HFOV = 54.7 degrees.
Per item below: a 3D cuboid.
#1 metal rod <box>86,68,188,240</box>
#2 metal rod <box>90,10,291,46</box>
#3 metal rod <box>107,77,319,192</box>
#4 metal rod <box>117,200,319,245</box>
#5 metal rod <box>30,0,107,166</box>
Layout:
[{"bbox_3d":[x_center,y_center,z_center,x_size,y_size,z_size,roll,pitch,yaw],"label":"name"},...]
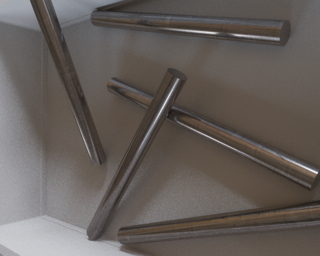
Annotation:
[{"bbox_3d":[-0.043,0.053,0.421,0.025,0.025,0.298,47,124,29],"label":"metal rod"},{"bbox_3d":[0.012,-0.133,0.397,0.300,0.025,0.025,20,103,38],"label":"metal rod"},{"bbox_3d":[0.038,-0.008,0.375,0.300,0.025,0.025,28,107,36],"label":"metal rod"},{"bbox_3d":[0.059,0.113,0.358,0.299,0.025,0.025,-21,77,38],"label":"metal rod"},{"bbox_3d":[-0.130,-0.079,0.428,0.025,0.025,0.298,8,122,40],"label":"metal rod"}]
